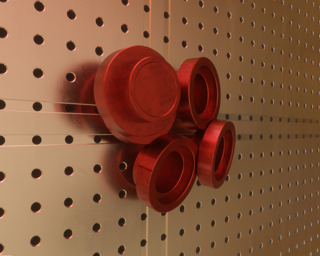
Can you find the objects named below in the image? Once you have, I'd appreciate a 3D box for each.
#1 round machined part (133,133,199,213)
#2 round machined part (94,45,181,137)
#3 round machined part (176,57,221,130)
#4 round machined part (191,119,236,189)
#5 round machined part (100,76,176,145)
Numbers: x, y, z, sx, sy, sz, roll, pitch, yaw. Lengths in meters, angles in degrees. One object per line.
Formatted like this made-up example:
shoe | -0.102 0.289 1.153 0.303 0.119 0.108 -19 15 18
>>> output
round machined part | 0.004 0.053 0.392 0.099 0.042 0.097 -23 121 -44
round machined part | -0.016 -0.039 0.331 0.099 0.042 0.097 0 90 -40
round machined part | 0.045 -0.046 0.426 0.099 0.042 0.097 -3 94 -56
round machined part | 0.073 0.034 0.446 0.099 0.042 0.097 -32 127 -54
round machined part | -0.029 -0.029 0.374 0.099 0.042 0.097 0 90 -40
